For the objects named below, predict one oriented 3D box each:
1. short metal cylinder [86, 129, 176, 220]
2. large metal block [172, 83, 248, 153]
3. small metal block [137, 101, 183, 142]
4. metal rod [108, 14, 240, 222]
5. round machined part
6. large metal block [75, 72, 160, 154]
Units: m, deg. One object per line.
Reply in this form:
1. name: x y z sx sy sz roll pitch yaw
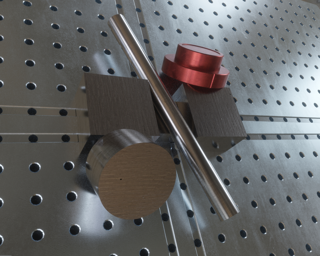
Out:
1. short metal cylinder: -0.031 0.046 0.320 0.081 0.050 0.079 -8 108 -25
2. large metal block: 0.064 -0.013 0.435 0.081 0.050 0.080 1 61 -28
3. small metal block: 0.000 -0.009 0.414 0.050 0.025 0.050 1 61 -28
4. metal rod: 0.009 -0.024 0.394 0.025 0.025 0.299 -19 72 -35
5. round machined part: 0.055 -0.095 0.453 0.099 0.042 0.098 12 23 -5
6. large metal block: -0.054 -0.015 0.373 0.081 0.050 0.080 2 61 -27
